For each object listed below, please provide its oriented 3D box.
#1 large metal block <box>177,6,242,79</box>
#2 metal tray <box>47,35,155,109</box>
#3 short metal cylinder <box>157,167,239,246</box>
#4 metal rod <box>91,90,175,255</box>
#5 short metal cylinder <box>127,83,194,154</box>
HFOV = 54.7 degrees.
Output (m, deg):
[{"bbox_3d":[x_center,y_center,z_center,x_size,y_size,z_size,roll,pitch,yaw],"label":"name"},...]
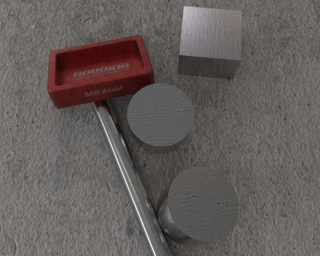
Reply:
[{"bbox_3d":[0.069,-0.120,0.439,0.080,0.050,0.080,6,70,2],"label":"large metal block"},{"bbox_3d":[-0.079,-0.078,0.416,0.131,0.030,0.090,-12,48,-5],"label":"metal tray"},{"bbox_3d":[0.041,0.090,0.352,0.081,0.050,0.080,7,63,-13],"label":"short metal cylinder"},{"bbox_3d":[-0.027,0.082,0.377,0.025,0.025,0.299,-22,72,-8],"label":"metal rod"},{"bbox_3d":[0.000,-0.010,0.395,0.081,0.050,0.080,1,75,-2],"label":"short metal cylinder"}]
